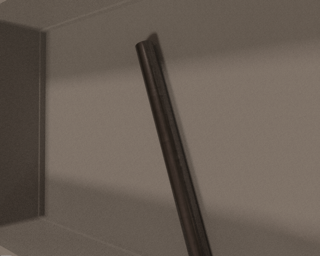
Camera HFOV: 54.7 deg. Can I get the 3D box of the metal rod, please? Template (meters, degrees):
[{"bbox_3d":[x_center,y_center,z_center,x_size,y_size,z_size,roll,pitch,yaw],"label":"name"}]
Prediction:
[{"bbox_3d":[0.015,0.029,0.392,0.025,0.025,0.299,-23,75,37],"label":"metal rod"}]
